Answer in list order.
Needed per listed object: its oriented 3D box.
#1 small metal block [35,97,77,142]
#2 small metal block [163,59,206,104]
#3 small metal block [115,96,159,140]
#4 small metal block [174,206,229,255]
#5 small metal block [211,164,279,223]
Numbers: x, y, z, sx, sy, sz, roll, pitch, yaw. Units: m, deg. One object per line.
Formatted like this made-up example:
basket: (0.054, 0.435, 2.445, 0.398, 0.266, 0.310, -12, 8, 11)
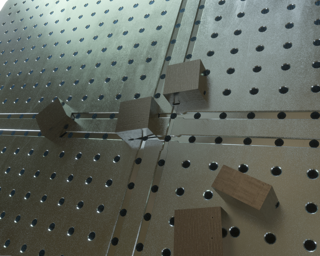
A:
small metal block: (-0.171, -0.014, 0.509, 0.050, 0.025, 0.050, -39, 51, 1)
small metal block: (0.035, -0.064, 0.430, 0.050, 0.025, 0.050, -6, 59, 25)
small metal block: (-0.031, -0.013, 0.434, 0.050, 0.025, 0.050, -8, 58, 24)
small metal block: (0.042, 0.111, 0.319, 0.050, 0.025, 0.050, -11, 57, 22)
small metal block: (0.085, 0.066, 0.308, 0.050, 0.050, 0.025, 23, 74, 36)
